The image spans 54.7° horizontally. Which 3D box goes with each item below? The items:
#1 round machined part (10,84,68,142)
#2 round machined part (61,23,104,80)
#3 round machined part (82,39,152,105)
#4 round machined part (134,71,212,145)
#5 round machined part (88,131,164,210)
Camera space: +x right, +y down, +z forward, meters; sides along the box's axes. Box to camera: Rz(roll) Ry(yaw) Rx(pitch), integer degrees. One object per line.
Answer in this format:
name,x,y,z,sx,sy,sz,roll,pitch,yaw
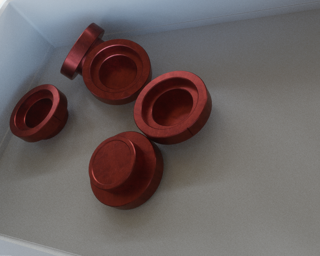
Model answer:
round machined part,-0.190,-0.020,0.504,0.098,0.042,0.098,-13,56,20
round machined part,-0.117,-0.118,0.505,0.098,0.042,0.098,-52,13,18
round machined part,-0.060,-0.079,0.459,0.099,0.042,0.098,-1,72,5
round machined part,0.019,-0.022,0.397,0.098,0.042,0.098,-13,56,20
round machined part,-0.049,0.048,0.384,0.098,0.042,0.098,-13,60,25
